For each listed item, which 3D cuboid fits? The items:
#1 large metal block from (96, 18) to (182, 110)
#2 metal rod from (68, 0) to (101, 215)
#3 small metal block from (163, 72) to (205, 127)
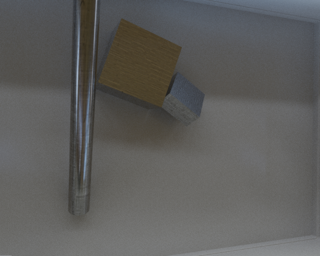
[{"bbox_3d":[-0.030,-0.076,0.387,0.080,0.050,0.080,21,83,-19],"label":"large metal block"},{"bbox_3d":[-0.080,-0.039,0.323,0.025,0.025,0.298,-1,113,-20],"label":"metal rod"},{"bbox_3d":[0.029,-0.038,0.409,0.050,0.025,0.050,37,42,-17],"label":"small metal block"}]
